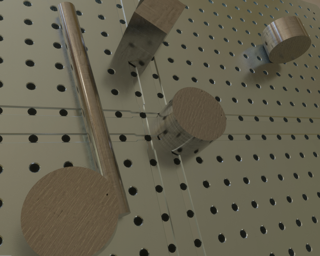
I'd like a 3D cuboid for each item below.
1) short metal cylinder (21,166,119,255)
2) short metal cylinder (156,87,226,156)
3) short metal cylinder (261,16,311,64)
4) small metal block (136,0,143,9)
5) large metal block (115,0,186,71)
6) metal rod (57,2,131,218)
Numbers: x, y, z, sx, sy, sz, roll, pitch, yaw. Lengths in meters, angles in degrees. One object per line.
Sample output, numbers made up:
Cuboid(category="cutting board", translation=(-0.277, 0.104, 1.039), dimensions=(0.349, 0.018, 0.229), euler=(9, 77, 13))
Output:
Cuboid(category="short metal cylinder", translation=(-0.079, 0.081, 0.286), dimensions=(0.081, 0.050, 0.080), euler=(3, 66, -7))
Cuboid(category="short metal cylinder", translation=(0.042, -0.008, 0.419), dimensions=(0.081, 0.050, 0.080), euler=(13, 56, -21))
Cuboid(category="short metal cylinder", translation=(0.247, -0.172, 0.611), dimensions=(0.081, 0.080, 0.050), euler=(3, 61, -27))
Cuboid(category="small metal block", translation=(-0.009, -0.203, 0.511), dimensions=(0.050, 0.050, 0.025), euler=(23, 53, -14))
Cuboid(category="large metal block", translation=(-0.014, -0.144, 0.453), dimensions=(0.050, 0.080, 0.080), euler=(33, 52, -7))
Cuboid(category="metal rod", translation=(-0.088, -0.038, 0.383), dimensions=(0.025, 0.025, 0.299), euler=(-5, 64, -31))
